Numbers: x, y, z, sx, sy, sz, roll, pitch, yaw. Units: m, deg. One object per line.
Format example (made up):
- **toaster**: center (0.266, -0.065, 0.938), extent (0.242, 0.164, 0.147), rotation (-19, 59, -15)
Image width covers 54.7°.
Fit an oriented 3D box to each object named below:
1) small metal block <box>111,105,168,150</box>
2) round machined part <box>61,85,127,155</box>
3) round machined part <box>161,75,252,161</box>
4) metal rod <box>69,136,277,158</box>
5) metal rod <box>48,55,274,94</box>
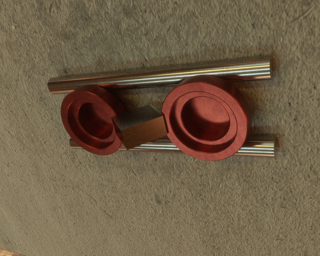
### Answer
- **small metal block**: center (-0.026, -0.002, 0.370), extent (0.050, 0.050, 0.025), rotation (-138, 31, -61)
- **round machined part**: center (-0.083, -0.014, 0.427), extent (0.098, 0.042, 0.097), rotation (13, 124, 21)
- **round machined part**: center (0.054, -0.014, 0.353), extent (0.098, 0.042, 0.097), rotation (13, 124, 21)
- **metal rod**: center (-0.002, 0.021, 0.422), extent (0.300, 0.025, 0.025), rotation (0, 119, 28)
- **metal rod**: center (-0.021, -0.061, 0.381), extent (0.300, 0.025, 0.025), rotation (0, 119, 28)
